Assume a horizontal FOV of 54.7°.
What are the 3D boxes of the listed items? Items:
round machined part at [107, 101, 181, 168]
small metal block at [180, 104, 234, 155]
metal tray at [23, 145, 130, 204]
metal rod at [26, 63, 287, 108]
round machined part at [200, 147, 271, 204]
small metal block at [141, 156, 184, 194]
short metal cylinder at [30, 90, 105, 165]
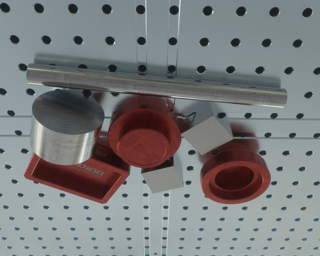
[{"bbox_3d":[-0.021,0.015,0.413,0.099,0.042,0.097,0,128,0],"label":"round machined part"},{"bbox_3d":[0.062,0.003,0.415,0.050,0.025,0.050,-31,124,23],"label":"small metal block"},{"bbox_3d":[-0.120,0.059,0.457,0.131,0.030,0.089,24,126,-19],"label":"metal tray"},{"bbox_3d":[0.001,-0.049,0.369,0.302,0.025,0.025,5,130,-5],"label":"metal rod"},{"bbox_3d":[0.108,0.066,0.458,0.099,0.042,0.097,0,130,0],"label":"round machined part"},{"bbox_3d":[0.004,0.070,0.471,0.050,0.025,0.050,-15,129,12],"label":"small metal block"},{"bbox_3d":[-0.112,-0.002,0.372,0.081,0.080,0.050,14,129,-12],"label":"short metal cylinder"}]
